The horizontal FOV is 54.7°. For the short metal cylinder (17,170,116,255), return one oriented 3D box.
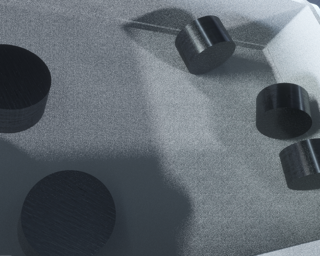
[{"bbox_3d":[-0.088,0.086,0.290,0.081,0.050,0.080,14,56,-21],"label":"short metal cylinder"}]

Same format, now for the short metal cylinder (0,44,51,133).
[{"bbox_3d":[-0.161,-0.041,0.328,0.081,0.050,0.080,14,56,-21],"label":"short metal cylinder"}]

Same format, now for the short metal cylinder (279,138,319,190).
[{"bbox_3d":[0.224,0.055,0.457,0.081,0.080,0.050,10,58,-23],"label":"short metal cylinder"}]

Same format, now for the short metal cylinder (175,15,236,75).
[{"bbox_3d":[0.070,-0.128,0.486,0.081,0.080,0.050,-13,69,-33],"label":"short metal cylinder"}]

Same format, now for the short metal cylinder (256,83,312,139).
[{"bbox_3d":[0.194,-0.026,0.490,0.080,0.080,0.050,23,53,-14],"label":"short metal cylinder"}]
